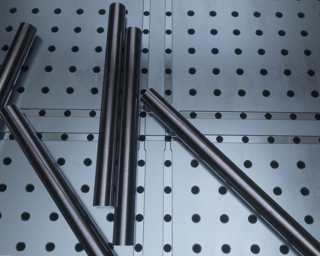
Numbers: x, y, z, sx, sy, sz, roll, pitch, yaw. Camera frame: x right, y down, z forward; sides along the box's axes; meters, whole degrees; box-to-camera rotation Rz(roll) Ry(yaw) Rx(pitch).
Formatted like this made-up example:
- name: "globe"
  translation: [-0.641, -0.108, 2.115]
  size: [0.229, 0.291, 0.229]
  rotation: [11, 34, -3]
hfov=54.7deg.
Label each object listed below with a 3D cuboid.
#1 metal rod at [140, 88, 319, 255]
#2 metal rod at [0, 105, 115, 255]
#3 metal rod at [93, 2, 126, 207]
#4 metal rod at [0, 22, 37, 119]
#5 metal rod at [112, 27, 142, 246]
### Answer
- name: "metal rod"
  translation: [0.087, 0.055, 0.392]
  size: [0.025, 0.025, 0.300]
  rotation: [-43, 76, -14]
- name: "metal rod"
  translation: [-0.113, 0.090, 0.377]
  size: [0.025, 0.025, 0.300]
  rotation: [-35, 74, -12]
- name: "metal rod"
  translation: [-0.067, -0.045, 0.427]
  size: [0.025, 0.025, 0.299]
  rotation: [1, 70, 0]
- name: "metal rod"
  translation: [-0.228, -0.013, 0.413]
  size: [0.025, 0.025, 0.299]
  rotation: [12, 70, 4]
- name: "metal rod"
  translation: [-0.041, -0.003, 0.412]
  size: [0.025, 0.025, 0.299]
  rotation: [1, 70, 0]
